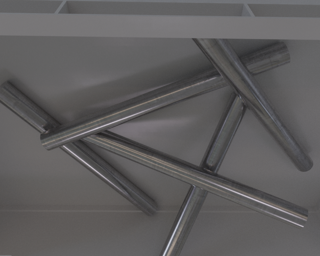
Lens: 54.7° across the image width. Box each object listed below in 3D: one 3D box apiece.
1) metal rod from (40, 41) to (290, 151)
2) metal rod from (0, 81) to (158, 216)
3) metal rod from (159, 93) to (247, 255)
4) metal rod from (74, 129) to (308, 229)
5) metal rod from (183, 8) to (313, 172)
[{"bbox_3d":[-0.002,-0.033,0.364,0.301,0.025,0.025,-20,128,9],"label":"metal rod"},{"bbox_3d":[-0.102,0.045,0.446,0.025,0.025,0.300,-29,125,22],"label":"metal rod"},{"bbox_3d":[0.045,0.097,0.411,0.025,0.025,0.298,19,103,-15],"label":"metal rod"},{"bbox_3d":[0.026,0.052,0.382,0.301,0.025,0.025,21,130,10],"label":"metal rod"},{"bbox_3d":[0.121,-0.021,0.363,0.025,0.025,0.301,-31,133,23],"label":"metal rod"}]
